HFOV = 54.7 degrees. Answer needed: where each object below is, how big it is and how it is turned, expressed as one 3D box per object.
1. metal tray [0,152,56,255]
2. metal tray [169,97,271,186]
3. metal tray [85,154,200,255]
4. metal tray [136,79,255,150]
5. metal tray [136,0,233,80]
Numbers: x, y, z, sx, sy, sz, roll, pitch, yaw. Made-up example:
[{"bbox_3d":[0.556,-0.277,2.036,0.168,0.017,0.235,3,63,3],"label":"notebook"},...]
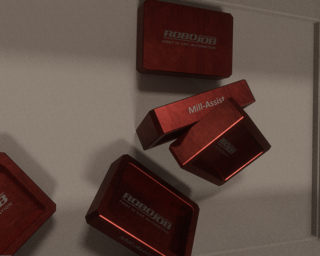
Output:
[{"bbox_3d":[-0.185,0.099,0.313,0.090,0.030,0.131,51,51,-12],"label":"metal tray"},{"bbox_3d":[0.079,0.024,0.381,0.090,0.030,0.130,-40,146,11],"label":"metal tray"},{"bbox_3d":[-0.014,0.103,0.378,0.130,0.030,0.090,38,41,-16],"label":"metal tray"},{"bbox_3d":[0.042,-0.015,0.389,0.131,0.090,0.030,-20,81,-19],"label":"metal tray"},{"bbox_3d":[0.035,-0.116,0.422,0.131,0.030,0.089,1,90,-21],"label":"metal tray"}]
